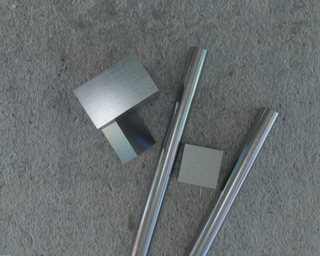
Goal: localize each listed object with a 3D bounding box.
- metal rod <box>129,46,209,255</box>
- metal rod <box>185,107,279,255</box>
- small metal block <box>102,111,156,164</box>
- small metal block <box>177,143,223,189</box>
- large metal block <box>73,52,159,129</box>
[{"bbox_3d":[0.010,0.040,0.410,0.025,0.025,0.298,16,90,-1],"label":"metal rod"},{"bbox_3d":[0.078,0.110,0.411,0.025,0.025,0.299,27,90,-1],"label":"metal rod"},{"bbox_3d":[-0.038,0.011,0.394,0.025,0.050,0.050,-32,91,30],"label":"small metal block"},{"bbox_3d":[0.052,0.049,0.411,0.050,0.025,0.050,11,90,-1],"label":"small metal block"},{"bbox_3d":[-0.049,-0.041,0.382,0.080,0.080,0.050,-33,90,0],"label":"large metal block"}]
